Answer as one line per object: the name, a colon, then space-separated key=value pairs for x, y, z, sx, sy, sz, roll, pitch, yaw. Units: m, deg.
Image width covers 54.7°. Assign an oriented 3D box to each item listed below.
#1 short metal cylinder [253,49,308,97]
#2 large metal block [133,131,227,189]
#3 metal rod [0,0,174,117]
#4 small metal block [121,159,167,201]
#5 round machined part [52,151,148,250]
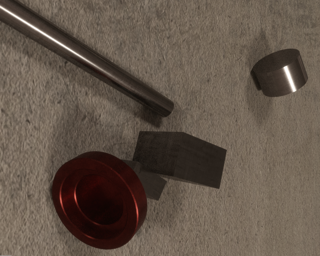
short metal cylinder: x=0.214 y=-0.099 z=0.552 sx=0.080 sy=0.080 sz=0.050 roll=-46 pitch=118 yaw=-30
large metal block: x=0.023 y=0.039 z=0.391 sx=0.080 sy=0.080 sz=0.050 roll=22 pitch=76 yaw=-38
metal rod: x=-0.096 y=-0.084 z=0.324 sx=0.301 sy=0.025 sz=0.025 roll=29 pitch=72 yaw=-37
small metal block: x=-0.029 y=0.060 z=0.365 sx=0.050 sy=0.050 sz=0.025 roll=39 pitch=65 yaw=-34
round machined part: x=-0.057 y=0.070 z=0.318 sx=0.042 sy=0.098 sz=0.097 roll=-34 pitch=114 yaw=-63
